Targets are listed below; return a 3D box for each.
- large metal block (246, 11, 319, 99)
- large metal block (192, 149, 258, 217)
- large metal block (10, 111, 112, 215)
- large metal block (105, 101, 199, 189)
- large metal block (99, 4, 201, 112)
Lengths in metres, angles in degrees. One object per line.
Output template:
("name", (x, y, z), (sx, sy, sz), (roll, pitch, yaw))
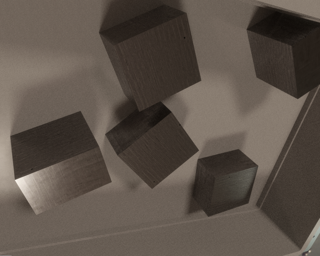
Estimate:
("large metal block", (0.167, -0.097, 0.407), (0.050, 0.080, 0.080), (-33, 129, -7))
("large metal block", (0.105, 0.088, 0.507), (0.081, 0.050, 0.079), (-11, 123, -23))
("large metal block", (-0.108, 0.033, 0.335), (0.081, 0.080, 0.050), (-22, 127, -16))
("large metal block", (-0.009, 0.019, 0.401), (0.080, 0.050, 0.080), (-39, 130, -2))
("large metal block", (-0.009, -0.078, 0.341), (0.080, 0.050, 0.080), (-28, 128, -11))
